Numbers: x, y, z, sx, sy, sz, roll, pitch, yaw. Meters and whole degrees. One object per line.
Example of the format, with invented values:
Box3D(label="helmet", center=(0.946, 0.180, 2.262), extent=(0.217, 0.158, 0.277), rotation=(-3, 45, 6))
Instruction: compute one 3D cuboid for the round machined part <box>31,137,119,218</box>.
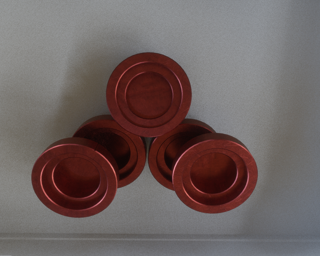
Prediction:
Box3D(label="round machined part", center=(-0.098, 0.056, 0.376), extent=(0.099, 0.042, 0.097), rotation=(0, 110, 0))

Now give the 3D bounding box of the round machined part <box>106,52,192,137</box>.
Box3D(label="round machined part", center=(-0.013, -0.039, 0.376), extent=(0.099, 0.042, 0.097), rotation=(0, 92, -2))

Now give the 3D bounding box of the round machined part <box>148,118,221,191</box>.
Box3D(label="round machined part", center=(0.034, 0.033, 0.413), extent=(0.099, 0.042, 0.097), rotation=(0, 110, 0))

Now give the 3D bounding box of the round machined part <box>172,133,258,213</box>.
Box3D(label="round machined part", center=(0.063, 0.051, 0.376), extent=(0.099, 0.042, 0.097), rotation=(0, 110, 0))

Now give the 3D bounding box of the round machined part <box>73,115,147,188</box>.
Box3D(label="round machined part", center=(-0.067, 0.028, 0.410), extent=(0.099, 0.042, 0.097), rotation=(0, 110, 0))
